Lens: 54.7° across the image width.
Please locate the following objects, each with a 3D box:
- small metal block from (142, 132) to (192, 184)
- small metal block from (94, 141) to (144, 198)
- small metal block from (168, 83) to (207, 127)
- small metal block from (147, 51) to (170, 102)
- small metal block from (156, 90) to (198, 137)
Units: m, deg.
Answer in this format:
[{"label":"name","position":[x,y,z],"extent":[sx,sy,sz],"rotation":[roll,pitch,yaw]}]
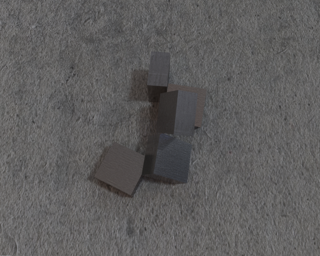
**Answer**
[{"label":"small metal block","position":[0.009,0.039,0.381],"extent":[0.050,0.025,0.050],"rotation":[22,67,-31]},{"label":"small metal block","position":[-0.046,0.052,0.389],"extent":[0.050,0.025,0.050],"rotation":[25,72,8]},{"label":"small metal block","position":[0.032,-0.029,0.411],"extent":[0.050,0.025,0.050],"rotation":[9,88,2]},{"label":"small metal block","position":[-0.001,-0.068,0.419],"extent":[0.025,0.050,0.050],"rotation":[5,70,2]},{"label":"small metal block","position":[0.019,-0.017,0.371],"extent":[0.025,0.050,0.050],"rotation":[7,89,-24]}]
